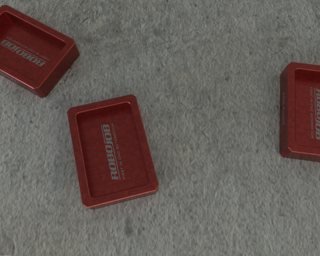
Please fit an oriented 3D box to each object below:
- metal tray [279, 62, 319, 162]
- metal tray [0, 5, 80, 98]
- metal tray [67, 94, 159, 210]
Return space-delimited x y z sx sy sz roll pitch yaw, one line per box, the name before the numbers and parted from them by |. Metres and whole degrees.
metal tray | 0.211 -0.021 0.415 0.091 0.030 0.130 8 70 2
metal tray | -0.195 -0.111 0.443 0.130 0.030 0.090 29 72 9
metal tray | -0.060 0.028 0.394 0.091 0.030 0.130 -13 71 -5
